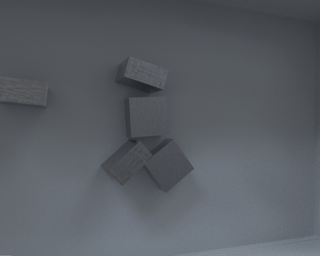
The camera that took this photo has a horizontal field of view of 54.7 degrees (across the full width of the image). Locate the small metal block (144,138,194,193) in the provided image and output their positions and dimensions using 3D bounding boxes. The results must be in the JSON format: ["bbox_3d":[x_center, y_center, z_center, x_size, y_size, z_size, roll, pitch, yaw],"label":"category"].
[{"bbox_3d":[0.009,0.049,0.414,0.050,0.025,0.050,-38,103,-16],"label":"small metal block"}]

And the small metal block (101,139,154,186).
[{"bbox_3d":[-0.042,0.041,0.382,0.050,0.050,0.025,-43,104,-15],"label":"small metal block"}]

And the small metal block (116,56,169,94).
[{"bbox_3d":[-0.024,-0.065,0.388,0.050,0.050,0.025,16,85,-19],"label":"small metal block"}]

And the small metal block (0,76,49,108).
[{"bbox_3d":[-0.151,-0.038,0.341,0.050,0.050,0.025,6,88,-20],"label":"small metal block"}]

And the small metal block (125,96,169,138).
[{"bbox_3d":[-0.018,-0.015,0.404,0.050,0.025,0.050,-4,91,-20],"label":"small metal block"}]
